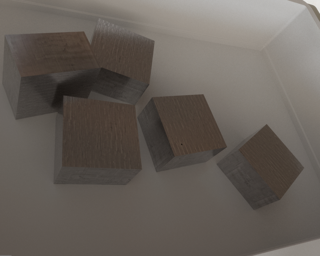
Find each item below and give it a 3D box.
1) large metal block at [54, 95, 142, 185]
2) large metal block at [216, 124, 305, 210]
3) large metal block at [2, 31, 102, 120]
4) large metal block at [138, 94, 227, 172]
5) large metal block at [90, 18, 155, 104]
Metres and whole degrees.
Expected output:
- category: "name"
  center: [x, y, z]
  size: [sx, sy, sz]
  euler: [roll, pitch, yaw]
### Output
- category: "large metal block"
  center: [-0.071, 0.016, 0.343]
  size: [0.081, 0.050, 0.080]
  euler: [6, 59, -26]
- category: "large metal block"
  center: [0.141, 0.053, 0.436]
  size: [0.081, 0.050, 0.080]
  euler: [-32, 80, -38]
- category: "large metal block"
  center: [-0.121, -0.057, 0.341]
  size: [0.081, 0.080, 0.050]
  euler: [-15, 70, -35]
- category: "large metal block"
  center: [0.027, 0.005, 0.403]
  size: [0.081, 0.050, 0.080]
  euler: [-7, 65, -32]
- category: "large metal block"
  center: [-0.057, -0.087, 0.413]
  size: [0.081, 0.050, 0.080]
  euler: [18, 55, -19]
